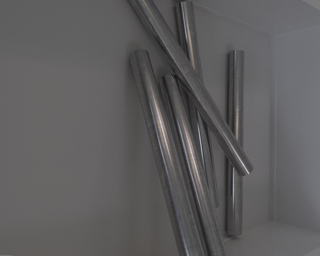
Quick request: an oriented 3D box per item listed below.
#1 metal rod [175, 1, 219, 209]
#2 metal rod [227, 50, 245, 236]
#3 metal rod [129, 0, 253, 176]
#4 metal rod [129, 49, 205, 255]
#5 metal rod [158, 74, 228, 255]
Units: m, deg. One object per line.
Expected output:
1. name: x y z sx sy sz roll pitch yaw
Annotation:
1. metal rod: 0.056 -0.027 0.452 0.025 0.025 0.298 -15 99 -39
2. metal rod: 0.124 0.024 0.510 0.025 0.025 0.298 1 89 -40
3. metal rod: 0.046 -0.056 0.418 0.025 0.025 0.299 -44 109 -31
4. metal rod: 0.010 0.046 0.338 0.025 0.025 0.299 2 65 -40
5. metal rod: 0.043 0.068 0.358 0.025 0.025 0.299 7 59 -40
